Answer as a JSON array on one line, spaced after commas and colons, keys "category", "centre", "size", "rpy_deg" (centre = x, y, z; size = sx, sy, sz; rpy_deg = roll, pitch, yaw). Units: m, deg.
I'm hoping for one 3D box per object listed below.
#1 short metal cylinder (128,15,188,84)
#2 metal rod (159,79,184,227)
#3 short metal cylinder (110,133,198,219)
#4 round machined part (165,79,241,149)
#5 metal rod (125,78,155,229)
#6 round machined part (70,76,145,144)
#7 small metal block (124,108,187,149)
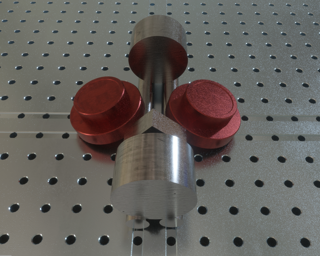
[{"category": "short metal cylinder", "centre": [-0.002, -0.109, 0.435], "size": [0.080, 0.080, 0.050], "rpy_deg": [1, 50, 0]}, {"category": "metal rod", "centre": [0.014, -0.016, 0.420], "size": [0.025, 0.025, 0.300], "rpy_deg": [1, 50, 1]}, {"category": "short metal cylinder", "centre": [-0.005, 0.049, 0.302], "size": [0.080, 0.080, 0.050], "rpy_deg": [1, 50, 0]}, {"category": "round machined part", "centre": [0.059, -0.025, 0.400], "size": [0.099, 0.042, 0.098], "rpy_deg": [10, 49, -11]}, {"category": "metal rod", "centre": [-0.021, -0.015, 0.419], "size": [0.025, 0.025, 0.300], "rpy_deg": [1, 50, 1]}, {"category": "round machined part", "centre": [-0.072, -0.030, 0.405], "size": [0.098, 0.042, 0.098], "rpy_deg": [-9, 49, 11]}, {"category": "small metal block", "centre": [-0.006, 0.011, 0.351], "size": [0.050, 0.050, 0.025], "rpy_deg": [30, 42, -30]}]
